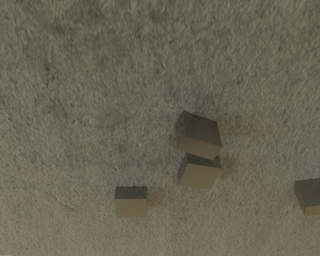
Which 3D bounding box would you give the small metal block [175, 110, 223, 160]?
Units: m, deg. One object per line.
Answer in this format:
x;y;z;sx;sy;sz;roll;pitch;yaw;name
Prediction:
0.049;0.009;0.399;0.050;0.050;0.025;18;128;-15;small metal block

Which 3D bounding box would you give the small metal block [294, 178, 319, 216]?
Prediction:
0.245;0.107;0.486;0.050;0.050;0.025;-9;130;7;small metal block

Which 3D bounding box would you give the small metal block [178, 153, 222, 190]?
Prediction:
0.058;0.064;0.463;0.050;0.025;0.050;9;130;-9;small metal block

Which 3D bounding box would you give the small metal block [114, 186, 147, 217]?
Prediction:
-0.047;0.122;0.511;0.050;0.025;0.050;0;130;-1;small metal block
